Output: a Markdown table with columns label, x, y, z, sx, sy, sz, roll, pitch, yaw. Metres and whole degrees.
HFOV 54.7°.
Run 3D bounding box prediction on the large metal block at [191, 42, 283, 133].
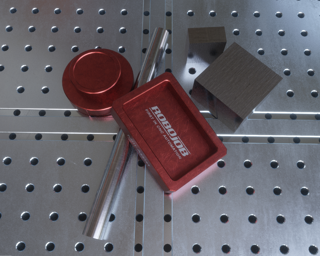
| label | x | y | z | sx | sy | sz | roll | pitch | yaw |
| --- | --- | --- | --- | --- | --- | --- | --- | --- | --- |
| large metal block | 0.101 | -0.055 | 0.420 | 0.080 | 0.050 | 0.080 | 42 | 75 | 13 |

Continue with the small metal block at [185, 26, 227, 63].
| label | x | y | z | sx | sy | sz | roll | pitch | yaw |
| --- | --- | --- | --- | --- | --- | --- | --- | --- | --- |
| small metal block | 0.064 | -0.118 | 0.442 | 0.050 | 0.050 | 0.025 | -4 | 70 | -2 |

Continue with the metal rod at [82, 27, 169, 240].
| label | x | y | z | sx | sy | sz | roll | pitch | yaw |
| --- | --- | --- | --- | --- | --- | --- | --- | --- | --- |
| metal rod | -0.039 | -0.007 | 0.413 | 0.025 | 0.025 | 0.299 | 15 | 70 | 5 |

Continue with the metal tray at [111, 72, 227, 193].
| label | x | y | z | sx | sy | sz | roll | pitch | yaw |
| --- | --- | --- | --- | --- | --- | --- | --- | --- | --- |
| metal tray | 0.010 | 0.004 | 0.391 | 0.091 | 0.030 | 0.130 | -33 | 83 | -19 |

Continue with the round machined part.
| label | x | y | z | sx | sy | sz | roll | pitch | yaw |
| --- | --- | --- | --- | --- | --- | --- | --- | --- | --- |
| round machined part | -0.086 | -0.069 | 0.427 | 0.099 | 0.042 | 0.098 | 0 | 70 | -1 |
